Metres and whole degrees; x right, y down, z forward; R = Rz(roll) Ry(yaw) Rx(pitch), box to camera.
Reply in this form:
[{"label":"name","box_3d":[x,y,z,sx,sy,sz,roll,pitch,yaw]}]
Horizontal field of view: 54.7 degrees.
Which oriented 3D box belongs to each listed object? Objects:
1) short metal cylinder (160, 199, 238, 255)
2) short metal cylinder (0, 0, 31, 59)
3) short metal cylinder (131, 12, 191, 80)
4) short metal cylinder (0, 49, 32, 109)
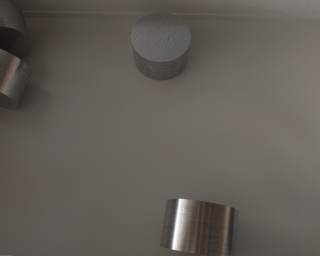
[{"label":"short metal cylinder","box_3d":[0.043,0.111,0.341,0.080,0.080,0.050,9,71,3]},{"label":"short metal cylinder","box_3d":[-0.225,-0.132,0.426,0.081,0.080,0.050,-18,71,-7]},{"label":"short metal cylinder","box_3d":[0.001,-0.115,0.438,0.081,0.050,0.080,0,70,0]},{"label":"short metal cylinder","box_3d":[-0.216,-0.065,0.402,0.080,0.080,0.050,13,71,4]}]
